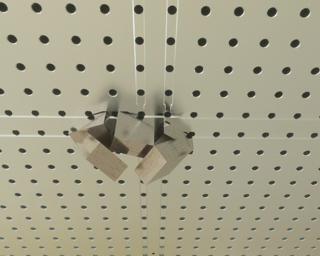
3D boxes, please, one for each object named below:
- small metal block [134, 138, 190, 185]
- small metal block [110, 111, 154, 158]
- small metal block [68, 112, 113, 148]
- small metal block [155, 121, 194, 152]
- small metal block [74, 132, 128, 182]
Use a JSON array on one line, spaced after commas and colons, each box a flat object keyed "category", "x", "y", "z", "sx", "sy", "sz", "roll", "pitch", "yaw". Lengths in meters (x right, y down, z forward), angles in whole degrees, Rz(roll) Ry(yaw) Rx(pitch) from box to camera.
[{"category": "small metal block", "x": 0.003, "y": 0.042, "z": 0.396, "sx": 0.050, "sy": 0.025, "sz": 0.050, "roll": -15, "pitch": 150, "yaw": -51}, {"category": "small metal block", "x": -0.035, "y": 0.009, "z": 0.402, "sx": 0.050, "sy": 0.050, "sz": 0.025, "roll": 14, "pitch": 129, "yaw": -13}, {"category": "small metal block", "x": -0.087, "y": 0.011, "z": 0.420, "sx": 0.050, "sy": 0.025, "sz": 0.050, "roll": -15, "pitch": 129, "yaw": 12}, {"category": "small metal block", "x": 0.011, "y": 0.025, "z": 0.434, "sx": 0.050, "sy": 0.025, "sz": 0.050, "roll": 29, "pitch": 124, "yaw": -23}, {"category": "small metal block", "x": -0.075, "y": 0.035, "z": 0.388, "sx": 0.025, "sy": 0.050, "sz": 0.050, "roll": -50, "pitch": 122, "yaw": -10}]
